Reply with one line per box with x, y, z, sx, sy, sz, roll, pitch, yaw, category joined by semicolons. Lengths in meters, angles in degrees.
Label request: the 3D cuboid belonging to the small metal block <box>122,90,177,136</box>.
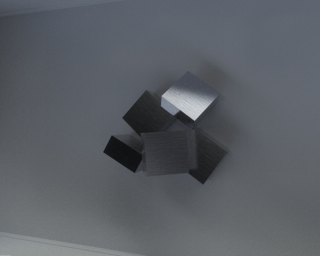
-0.013;-0.014;0.411;0.050;0.025;0.050;45;104;14;small metal block

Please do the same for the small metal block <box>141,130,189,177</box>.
0.005;0.029;0.368;0.050;0.025;0.050;-3;89;-13;small metal block

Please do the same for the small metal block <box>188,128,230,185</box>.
0.051;0.034;0.390;0.050;0.025;0.050;37;101;16;small metal block

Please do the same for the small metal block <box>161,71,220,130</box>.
0.037;-0.035;0.383;0.050;0.025;0.050;39;69;15;small metal block

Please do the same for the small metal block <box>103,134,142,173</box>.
-0.037;0.032;0.407;0.050;0.050;0.025;31;100;17;small metal block
